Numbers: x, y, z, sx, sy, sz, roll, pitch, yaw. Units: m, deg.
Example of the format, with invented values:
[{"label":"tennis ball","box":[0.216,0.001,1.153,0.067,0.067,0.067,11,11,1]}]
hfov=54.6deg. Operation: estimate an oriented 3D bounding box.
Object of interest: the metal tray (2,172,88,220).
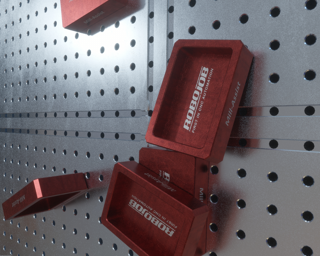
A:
[{"label":"metal tray","box":[-0.198,0.118,0.532,0.130,0.091,0.030,-32,70,35]}]

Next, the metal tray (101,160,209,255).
[{"label":"metal tray","box":[-0.013,0.106,0.377,0.130,0.030,0.089,26,106,37]}]

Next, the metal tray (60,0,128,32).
[{"label":"metal tray","box":[-0.111,-0.221,0.500,0.130,0.030,0.090,-11,83,39]}]

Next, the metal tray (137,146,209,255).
[{"label":"metal tray","box":[0.014,0.092,0.396,0.090,0.030,0.129,3,92,40]}]

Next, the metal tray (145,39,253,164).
[{"label":"metal tray","box":[0.042,-0.034,0.351,0.090,0.030,0.130,14,85,39]}]
